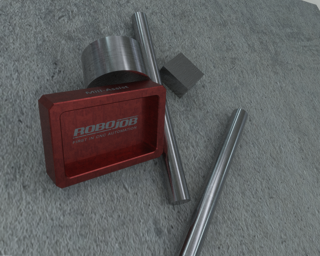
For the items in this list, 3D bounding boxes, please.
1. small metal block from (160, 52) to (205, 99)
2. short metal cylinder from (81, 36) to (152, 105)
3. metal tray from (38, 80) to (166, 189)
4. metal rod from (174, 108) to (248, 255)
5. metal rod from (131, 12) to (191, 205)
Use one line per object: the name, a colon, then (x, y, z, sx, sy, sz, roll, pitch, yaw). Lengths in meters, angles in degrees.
small metal block: (0.031, -0.080, 0.472, 0.050, 0.025, 0.050, 44, 51, 2)
short metal cylinder: (-0.053, -0.067, 0.382, 0.081, 0.080, 0.050, 1, 62, -28)
metal tray: (-0.055, 0.002, 0.333, 0.131, 0.089, 0.030, -15, 29, -34)
metal rod: (0.065, 0.079, 0.392, 0.025, 0.025, 0.301, 35, 51, -5)
metal rod: (-0.005, -0.044, 0.429, 0.025, 0.025, 0.299, 2, 61, -28)
